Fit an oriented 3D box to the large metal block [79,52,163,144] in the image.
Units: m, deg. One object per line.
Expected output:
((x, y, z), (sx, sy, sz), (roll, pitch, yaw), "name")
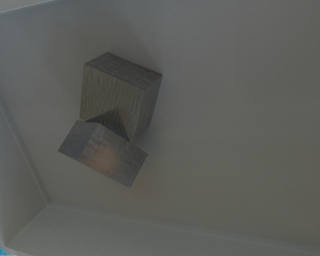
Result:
((-0.051, -0.039, 0.394), (0.080, 0.050, 0.079), (25, 127, 12), "large metal block")

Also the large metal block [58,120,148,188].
((-0.077, 0.033, 0.413), (0.080, 0.050, 0.080), (36, 164, -31), "large metal block")
